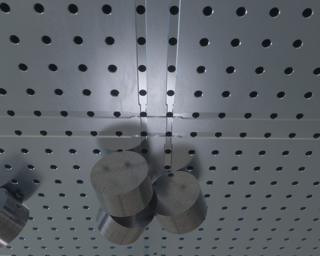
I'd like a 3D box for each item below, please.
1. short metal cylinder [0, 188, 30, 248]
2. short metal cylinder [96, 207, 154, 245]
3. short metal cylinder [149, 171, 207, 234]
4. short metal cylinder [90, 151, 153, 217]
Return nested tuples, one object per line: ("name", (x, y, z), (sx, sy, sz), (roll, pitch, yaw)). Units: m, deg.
("short metal cylinder", (-0.260, 0.143, 0.495), (0.080, 0.080, 0.050), (-20, 128, 16))
("short metal cylinder", (-0.055, 0.135, 0.490), (0.081, 0.080, 0.050), (18, 128, -15))
("short metal cylinder", (0.027, 0.112, 0.472), (0.080, 0.080, 0.050), (-14, 129, 11))
("short metal cylinder", (-0.053, 0.078, 0.441), (0.080, 0.080, 0.050), (-5, 130, 4))
